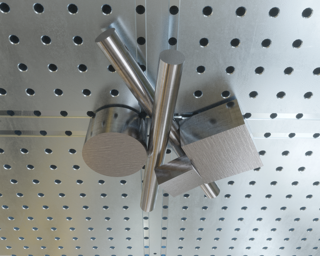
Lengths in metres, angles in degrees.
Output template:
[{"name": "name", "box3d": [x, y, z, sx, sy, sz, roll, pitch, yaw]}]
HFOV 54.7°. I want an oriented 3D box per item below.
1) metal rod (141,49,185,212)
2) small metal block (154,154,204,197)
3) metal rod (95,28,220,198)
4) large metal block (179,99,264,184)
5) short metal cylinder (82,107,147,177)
[{"name": "metal rod", "box3d": [-0.004, 0.030, 0.407, 0.025, 0.025, 0.298, 5, 138, -4]}, {"name": "small metal block", "box3d": [0.028, 0.065, 0.421, 0.050, 0.025, 0.050, -27, 141, 11]}, {"name": "metal rod", "box3d": [0.013, 0.003, 0.409, 0.025, 0.025, 0.300, -22, 127, 18]}, {"name": "large metal block", "box3d": [0.080, 0.020, 0.407, 0.080, 0.050, 0.080, -21, 127, 17]}, {"name": "short metal cylinder", "box3d": [-0.057, 0.019, 0.406, 0.081, 0.050, 0.079, -1, 130, -1]}]
